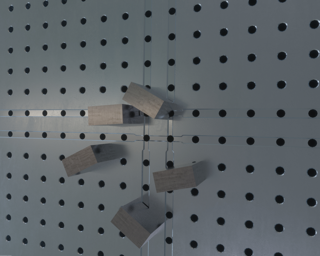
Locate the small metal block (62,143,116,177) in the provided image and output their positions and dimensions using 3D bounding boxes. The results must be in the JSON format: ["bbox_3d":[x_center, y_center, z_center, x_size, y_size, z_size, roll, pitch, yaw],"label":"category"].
[{"bbox_3d":[-0.099,0.044,0.435,0.050,0.050,0.025,-26,81,18],"label":"small metal block"}]

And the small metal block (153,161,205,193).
[{"bbox_3d":[0.025,0.061,0.391,0.050,0.050,0.025,-13,86,19],"label":"small metal block"}]

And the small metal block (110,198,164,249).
[{"bbox_3d":[-0.029,0.124,0.410,0.050,0.050,0.025,38,102,16],"label":"small metal block"}]

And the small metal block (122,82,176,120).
[{"bbox_3d":[-0.013,-0.034,0.404,0.050,0.050,0.025,32,101,17],"label":"small metal block"}]

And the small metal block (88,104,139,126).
[{"bbox_3d":[-0.062,-0.017,0.422,0.050,0.050,0.025,-3,89,20],"label":"small metal block"}]
